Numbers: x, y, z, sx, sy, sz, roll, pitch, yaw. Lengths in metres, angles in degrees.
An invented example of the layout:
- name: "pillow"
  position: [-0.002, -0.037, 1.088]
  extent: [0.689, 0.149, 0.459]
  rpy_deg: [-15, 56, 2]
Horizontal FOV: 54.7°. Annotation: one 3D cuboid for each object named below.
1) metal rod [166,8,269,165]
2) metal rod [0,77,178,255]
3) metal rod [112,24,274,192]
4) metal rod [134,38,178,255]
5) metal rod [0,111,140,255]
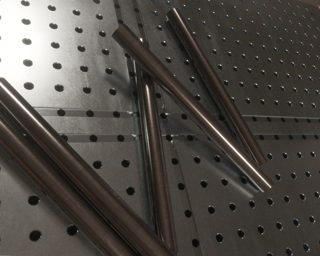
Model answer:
- name: "metal rod"
  position: [0.086, -0.073, 0.501]
  extent: [0.025, 0.025, 0.299]
  rpy_deg: [-14, 69, -34]
- name: "metal rod"
  position: [-0.073, 0.057, 0.321]
  extent: [0.300, 0.025, 0.025]
  rpy_deg: [44, 51, 7]
- name: "metal rod"
  position: [0.049, -0.024, 0.429]
  extent: [0.300, 0.025, 0.025]
  rpy_deg: [46, 51, -5]
- name: "metal rod"
  position: [-0.011, 0.004, 0.401]
  extent: [0.025, 0.025, 0.299]
  rpy_deg: [6, 59, -25]
- name: "metal rod"
  position: [-0.100, 0.066, 0.314]
  extent: [0.300, 0.025, 0.025]
  rpy_deg: [45, 51, 3]
